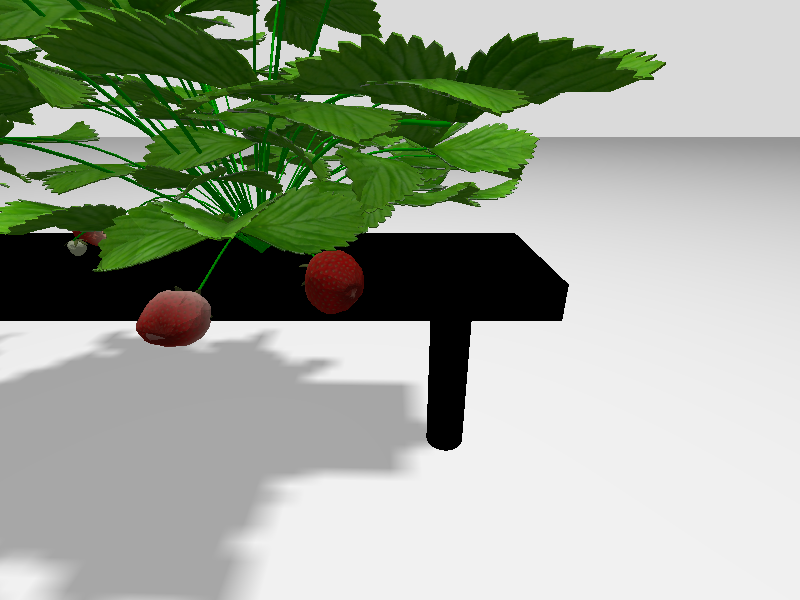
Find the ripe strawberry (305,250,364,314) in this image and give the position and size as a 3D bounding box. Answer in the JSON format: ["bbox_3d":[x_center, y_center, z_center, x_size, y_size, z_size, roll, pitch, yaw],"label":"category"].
[{"bbox_3d":[-0.038,-0.010,0.244,0.037,0.039,0.040,-16,29,-32],"label":"ripe strawberry"}]

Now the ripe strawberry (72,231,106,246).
[{"bbox_3d":[-0.287,-0.066,0.375,0.031,0.030,0.034,2,24,6],"label":"ripe strawberry"}]

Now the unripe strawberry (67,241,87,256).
[{"bbox_3d":[-0.282,-0.045,0.350,0.014,0.014,0.013,6,23,-7],"label":"unripe strawberry"}]

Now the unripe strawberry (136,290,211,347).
[{"bbox_3d":[-0.114,0.011,0.201,0.034,0.030,0.031,-2,25,-4],"label":"unripe strawberry"}]
